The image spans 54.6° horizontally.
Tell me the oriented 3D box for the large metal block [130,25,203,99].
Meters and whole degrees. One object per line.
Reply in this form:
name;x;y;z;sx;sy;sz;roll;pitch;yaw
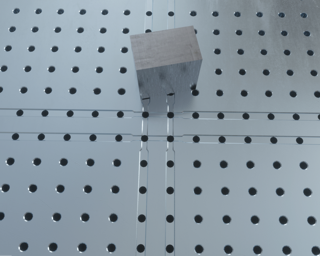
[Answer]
large metal block;0.007;-0.085;0.414;0.080;0.080;0.050;-10;71;-4
